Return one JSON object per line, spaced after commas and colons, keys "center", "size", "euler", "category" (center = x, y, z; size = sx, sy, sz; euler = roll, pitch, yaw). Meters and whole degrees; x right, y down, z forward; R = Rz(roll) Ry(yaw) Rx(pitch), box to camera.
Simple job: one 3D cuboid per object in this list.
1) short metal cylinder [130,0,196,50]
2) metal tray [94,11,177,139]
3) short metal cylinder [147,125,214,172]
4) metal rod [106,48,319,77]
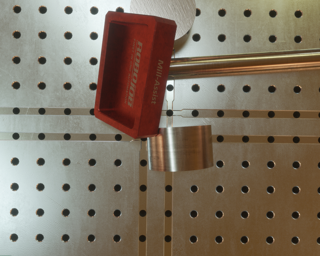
{"center": [0.004, -0.144, 0.401], "size": [0.081, 0.050, 0.079], "euler": [0, 90, 0], "category": "short metal cylinder"}
{"center": [-0.033, -0.062, 0.357], "size": [0.090, 0.030, 0.129], "euler": [25, 111, 42], "category": "metal tray"}
{"center": [0.025, 0.023, 0.386], "size": [0.081, 0.080, 0.050], "euler": [-4, 90, 0], "category": "short metal cylinder"}
{"center": [0.077, -0.085, 0.413], "size": [0.302, 0.025, 0.025], "euler": [-4, 90, 0], "category": "metal rod"}
